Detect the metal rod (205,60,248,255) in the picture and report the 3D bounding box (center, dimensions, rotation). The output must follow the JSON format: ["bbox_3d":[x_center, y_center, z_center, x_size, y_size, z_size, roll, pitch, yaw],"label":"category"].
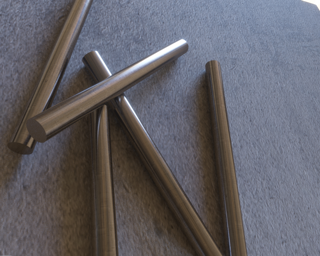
[{"bbox_3d":[0.089,0.023,0.439,0.025,0.025,0.299,13,56,-21],"label":"metal rod"}]

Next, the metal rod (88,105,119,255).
[{"bbox_3d":[-0.055,0.108,0.308,0.025,0.025,0.299,6,59,-26],"label":"metal rod"}]

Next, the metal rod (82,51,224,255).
[{"bbox_3d":[-0.015,0.029,0.379,0.025,0.025,0.299,-22,74,-36],"label":"metal rod"}]

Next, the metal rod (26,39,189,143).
[{"bbox_3d":[-0.039,-0.065,0.394,0.025,0.025,0.302,45,42,2],"label":"metal rod"}]

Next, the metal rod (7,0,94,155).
[{"bbox_3d":[-0.125,-0.102,0.399,0.025,0.025,0.300,20,54,-17],"label":"metal rod"}]
